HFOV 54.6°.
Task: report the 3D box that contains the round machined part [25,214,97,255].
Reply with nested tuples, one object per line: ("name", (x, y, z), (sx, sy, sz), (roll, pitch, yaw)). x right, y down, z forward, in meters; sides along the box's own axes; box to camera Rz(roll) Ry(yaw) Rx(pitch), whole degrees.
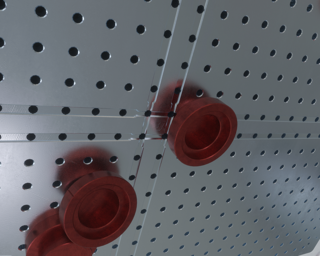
("round machined part", (-0.133, 0.169, 0.432), (0.099, 0.042, 0.097), (-14, 124, -21))

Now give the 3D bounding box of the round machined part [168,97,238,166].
("round machined part", (0.055, 0.001, 0.430), (0.099, 0.042, 0.097), (-14, 124, -21))

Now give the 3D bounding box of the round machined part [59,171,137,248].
("round machined part", (-0.083, 0.101, 0.407), (0.099, 0.042, 0.097), (-11, 110, -31))
